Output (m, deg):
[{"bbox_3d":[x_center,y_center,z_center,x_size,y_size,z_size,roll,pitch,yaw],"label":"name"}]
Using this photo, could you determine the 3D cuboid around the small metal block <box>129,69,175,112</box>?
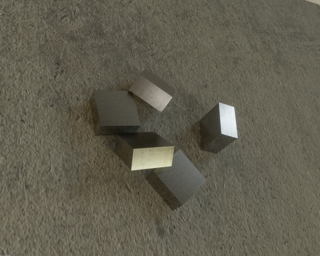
[{"bbox_3d":[-0.009,-0.051,0.415,0.050,0.025,0.050,35,19,-5],"label":"small metal block"}]

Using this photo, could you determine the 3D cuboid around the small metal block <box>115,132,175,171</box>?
[{"bbox_3d":[-0.019,0.025,0.360,0.050,0.025,0.050,-2,19,-29],"label":"small metal block"}]

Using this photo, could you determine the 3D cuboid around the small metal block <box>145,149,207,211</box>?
[{"bbox_3d":[0.020,0.062,0.376,0.050,0.025,0.050,49,51,6],"label":"small metal block"}]

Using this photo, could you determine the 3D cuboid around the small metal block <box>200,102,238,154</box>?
[{"bbox_3d":[0.080,0.001,0.430,0.025,0.050,0.050,15,56,-20],"label":"small metal block"}]

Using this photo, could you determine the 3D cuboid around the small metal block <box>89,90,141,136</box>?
[{"bbox_3d":[-0.057,-0.019,0.384,0.050,0.025,0.050,-1,62,-29],"label":"small metal block"}]
